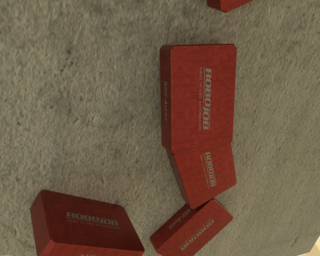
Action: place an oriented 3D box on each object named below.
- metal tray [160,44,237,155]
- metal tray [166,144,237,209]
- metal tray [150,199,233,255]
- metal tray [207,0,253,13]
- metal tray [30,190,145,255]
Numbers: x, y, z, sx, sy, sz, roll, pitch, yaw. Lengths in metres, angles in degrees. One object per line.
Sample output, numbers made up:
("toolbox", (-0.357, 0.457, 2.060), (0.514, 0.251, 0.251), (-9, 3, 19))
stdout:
("metal tray", (0.048, -0.038, 0.387), (0.091, 0.030, 0.129), (-8, 108, -24))
("metal tray", (0.067, 0.057, 0.478), (0.091, 0.030, 0.129), (-27, 128, -12))
("metal tray", (0.058, 0.177, 0.547), (0.130, 0.030, 0.090), (-43, 130, 1))
("metal tray", (0.086, -0.202, 0.327), (0.091, 0.030, 0.129), (-28, 128, -11))
("metal tray", (-0.092, 0.130, 0.396), (0.131, 0.090, 0.030), (24, 105, -37))
